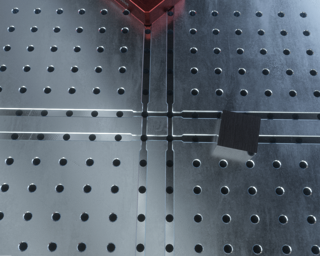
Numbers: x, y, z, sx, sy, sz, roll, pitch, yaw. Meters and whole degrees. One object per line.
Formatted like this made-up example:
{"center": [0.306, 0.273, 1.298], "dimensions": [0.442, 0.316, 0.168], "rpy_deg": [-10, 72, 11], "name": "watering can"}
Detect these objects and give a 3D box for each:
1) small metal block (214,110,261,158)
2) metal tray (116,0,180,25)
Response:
{"center": [0.102, 0.008, 0.409], "dimensions": [0.050, 0.025, 0.050], "rpy_deg": [12, 70, 4], "name": "small metal block"}
{"center": [-0.034, -0.235, 0.494], "dimensions": [0.130, 0.030, 0.090], "rpy_deg": [43, 75, 14], "name": "metal tray"}
